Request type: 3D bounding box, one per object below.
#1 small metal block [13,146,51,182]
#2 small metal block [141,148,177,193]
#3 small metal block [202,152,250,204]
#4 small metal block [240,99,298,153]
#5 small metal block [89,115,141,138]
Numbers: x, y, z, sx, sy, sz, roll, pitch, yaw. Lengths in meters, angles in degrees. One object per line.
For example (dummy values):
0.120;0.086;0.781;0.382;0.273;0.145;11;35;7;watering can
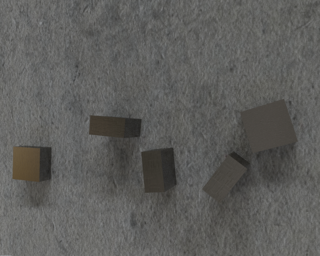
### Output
-0.197;0.054;0.477;0.050;0.025;0.050;2;91;19;small metal block
0.000;0.052;0.395;0.025;0.050;0.050;-6;88;20;small metal block
0.080;0.057;0.367;0.025;0.050;0.050;38;102;16;small metal block
0.127;-0.002;0.364;0.050;0.025;0.050;-18;84;18;small metal block
-0.059;-0.002;0.415;0.050;0.050;0.025;5;92;19;small metal block
